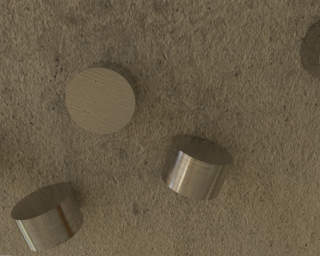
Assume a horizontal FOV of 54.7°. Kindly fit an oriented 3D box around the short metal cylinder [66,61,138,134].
[{"bbox_3d":[-0.069,-0.039,0.381,0.081,0.050,0.079,0,110,0],"label":"short metal cylinder"}]

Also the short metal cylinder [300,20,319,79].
[{"bbox_3d":[0.216,-0.092,0.364,0.081,0.050,0.079,0,110,0],"label":"short metal cylinder"}]

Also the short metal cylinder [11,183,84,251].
[{"bbox_3d":[-0.152,0.119,0.423,0.080,0.080,0.050,-15,110,5],"label":"short metal cylinder"}]

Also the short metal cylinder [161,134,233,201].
[{"bbox_3d":[0.047,0.048,0.399,0.080,0.080,0.050,16,109,-6],"label":"short metal cylinder"}]
